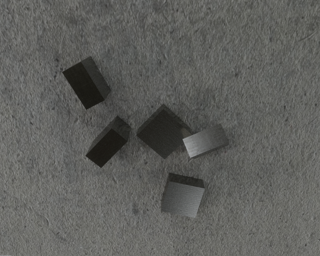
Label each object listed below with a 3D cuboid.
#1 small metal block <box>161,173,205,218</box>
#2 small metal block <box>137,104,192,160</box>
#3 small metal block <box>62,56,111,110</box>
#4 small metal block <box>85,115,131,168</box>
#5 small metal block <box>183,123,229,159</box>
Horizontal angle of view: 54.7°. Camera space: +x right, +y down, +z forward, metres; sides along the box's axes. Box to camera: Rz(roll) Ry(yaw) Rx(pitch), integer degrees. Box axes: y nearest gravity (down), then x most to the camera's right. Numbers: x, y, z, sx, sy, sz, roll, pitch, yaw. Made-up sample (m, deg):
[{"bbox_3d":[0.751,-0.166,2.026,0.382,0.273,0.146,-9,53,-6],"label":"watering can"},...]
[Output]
[{"bbox_3d":[0.032,0.097,0.446,0.050,0.025,0.050,12,110,-5],"label":"small metal block"},{"bbox_3d":[0.005,0.005,0.411,0.050,0.025,0.050,42,105,-14],"label":"small metal block"},{"bbox_3d":[-0.087,-0.056,0.375,0.025,0.050,0.050,-26,108,9],"label":"small metal block"},{"bbox_3d":[-0.066,0.017,0.402,0.025,0.050,0.050,42,105,-14],"label":"small metal block"},{"bbox_3d":[0.061,0.018,0.401,0.050,0.050,0.025,-23,78,8],"label":"small metal block"}]
